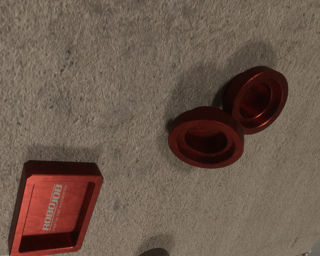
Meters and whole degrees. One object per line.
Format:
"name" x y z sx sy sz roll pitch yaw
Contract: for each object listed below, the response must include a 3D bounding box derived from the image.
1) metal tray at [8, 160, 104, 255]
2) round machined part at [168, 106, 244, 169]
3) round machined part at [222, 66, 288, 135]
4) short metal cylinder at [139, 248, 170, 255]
"metal tray" -0.134 0.104 0.395 0.091 0.030 0.129 7 115 -32
"round machined part" 0.063 0.009 0.417 0.098 0.042 0.097 8 138 8
"round machined part" 0.130 -0.043 0.443 0.099 0.042 0.097 -14 125 -21
"short metal cylinder" -0.009 0.262 0.550 0.081 0.050 0.079 -14 125 -21
